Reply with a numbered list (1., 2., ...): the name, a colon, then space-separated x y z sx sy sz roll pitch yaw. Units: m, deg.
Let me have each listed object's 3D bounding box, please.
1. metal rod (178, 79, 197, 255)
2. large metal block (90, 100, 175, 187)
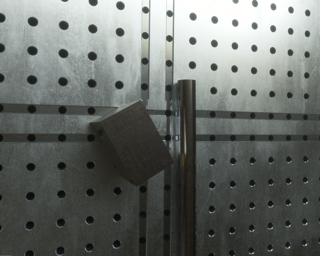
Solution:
1. metal rod: 0.037 0.084 0.426 0.025 0.025 0.298 0 90 -20
2. large metal block: -0.036 0.016 0.370 0.050 0.080 0.080 -31 100 -17
